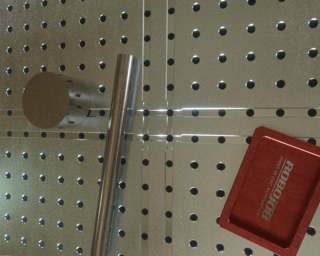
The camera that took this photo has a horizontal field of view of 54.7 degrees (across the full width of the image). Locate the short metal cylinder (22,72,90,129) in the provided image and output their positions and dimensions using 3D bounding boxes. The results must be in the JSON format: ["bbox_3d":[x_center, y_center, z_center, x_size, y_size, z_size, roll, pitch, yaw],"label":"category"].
[{"bbox_3d":[-0.150,-0.038,0.452,0.080,0.050,0.079,0,90,20],"label":"short metal cylinder"}]

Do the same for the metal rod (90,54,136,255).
[{"bbox_3d":[-0.067,0.048,0.436,0.025,0.025,0.298,9,93,19],"label":"metal rod"}]

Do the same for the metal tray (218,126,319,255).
[{"bbox_3d":[0.134,0.072,0.362,0.090,0.030,0.129,22,97,18],"label":"metal tray"}]
